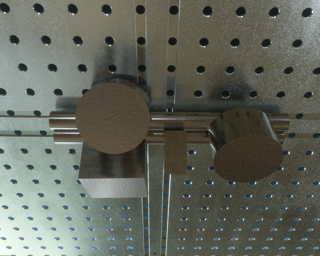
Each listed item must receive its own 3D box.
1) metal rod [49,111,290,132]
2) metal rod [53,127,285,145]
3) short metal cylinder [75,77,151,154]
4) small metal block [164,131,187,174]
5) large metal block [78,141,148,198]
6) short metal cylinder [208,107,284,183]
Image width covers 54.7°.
[{"bbox_3d":[0.013,-0.009,0.400,0.302,0.025,0.025,0,130,-1],"label":"metal rod"},{"bbox_3d":[0.013,0.010,0.416,0.302,0.025,0.025,0,130,-1],"label":"metal rod"},{"bbox_3d":[-0.051,-0.016,0.358,0.081,0.050,0.079,0,106,-1],"label":"short metal cylinder"},{"bbox_3d":[0.018,0.029,0.378,0.025,0.050,0.050,0,88,-1],"label":"small metal block"},{"bbox_3d":[-0.059,0.059,0.422,0.081,0.050,0.080,-1,150,0],"label":"large metal block"},{"bbox_3d":[0.102,0.022,0.377,0.081,0.050,0.079,0,130,0],"label":"short metal cylinder"}]
